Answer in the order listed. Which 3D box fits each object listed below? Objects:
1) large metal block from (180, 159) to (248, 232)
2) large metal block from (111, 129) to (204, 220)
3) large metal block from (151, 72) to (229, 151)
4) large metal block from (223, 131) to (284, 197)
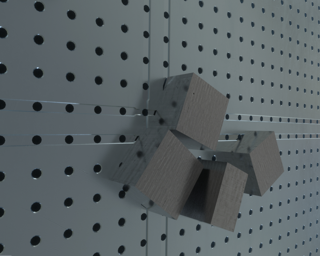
[{"bbox_3d":[0.065,0.090,0.431,0.050,0.080,0.080,30,71,-36],"label":"large metal block"},{"bbox_3d":[-0.001,0.057,0.395,0.080,0.050,0.080,46,62,-31],"label":"large metal block"},{"bbox_3d":[0.044,-0.020,0.432,0.080,0.050,0.080,28,72,-37],"label":"large metal block"},{"bbox_3d":[0.163,0.058,0.533,0.081,0.050,0.080,-32,110,-36],"label":"large metal block"}]
